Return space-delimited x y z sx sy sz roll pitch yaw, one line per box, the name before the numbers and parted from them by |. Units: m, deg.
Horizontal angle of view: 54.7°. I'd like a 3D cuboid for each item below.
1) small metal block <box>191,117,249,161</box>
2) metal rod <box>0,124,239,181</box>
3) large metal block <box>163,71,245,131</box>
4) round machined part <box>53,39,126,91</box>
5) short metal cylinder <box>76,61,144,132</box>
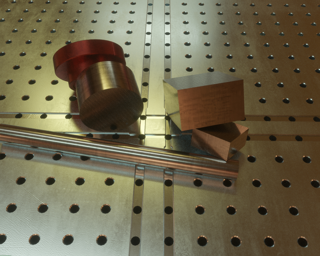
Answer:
small metal block | 0.074 0.011 0.384 0.050 0.025 0.050 23 33 32
metal rod | -0.057 0.028 0.382 0.302 0.025 0.025 8 51 6
large metal block | 0.054 -0.038 0.402 0.081 0.050 0.080 -10 19 -9
round machined part | -0.096 -0.081 0.435 0.099 0.098 0.042 -11 79 -9
short metal cylinder | -0.066 -0.040 0.404 0.081 0.080 0.050 -11 53 -10
